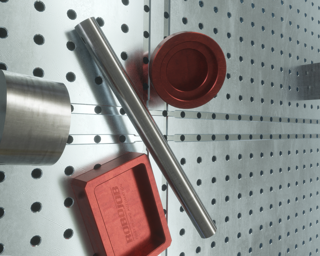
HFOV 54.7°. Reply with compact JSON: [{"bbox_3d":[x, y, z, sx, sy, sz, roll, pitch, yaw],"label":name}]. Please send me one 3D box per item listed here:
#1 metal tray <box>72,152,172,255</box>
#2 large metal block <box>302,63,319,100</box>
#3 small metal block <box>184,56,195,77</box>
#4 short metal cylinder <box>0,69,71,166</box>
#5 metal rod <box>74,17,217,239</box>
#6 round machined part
[{"bbox_3d":[-0.041,0.104,0.373,0.091,0.030,0.129,-24,106,-38],"label":"metal tray"},{"bbox_3d":[0.371,-0.108,0.709,0.081,0.050,0.079,-11,98,-40],"label":"large metal block"},{"bbox_3d":[0.052,-0.097,0.455,0.050,0.025,0.050,-46,118,-31],"label":"small metal block"},{"bbox_3d":[-0.120,-0.007,0.274,0.050,0.080,0.080,8,85,-40],"label":"short metal cylinder"},{"bbox_3d":[-0.010,0.010,0.374,0.025,0.025,0.299,-39,105,-33],"label":"metal rod"},{"bbox_3d":[0.034,-0.078,0.409,0.099,0.042,0.097,-4,111,-11],"label":"round machined part"}]
